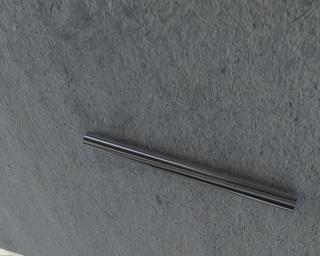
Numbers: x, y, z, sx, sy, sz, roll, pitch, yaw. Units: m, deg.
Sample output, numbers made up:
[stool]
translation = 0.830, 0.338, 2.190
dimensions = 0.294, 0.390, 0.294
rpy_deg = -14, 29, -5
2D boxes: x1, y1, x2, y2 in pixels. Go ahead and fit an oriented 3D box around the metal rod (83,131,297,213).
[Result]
[metal rod]
translation = 0.026, 0.054, 0.426
dimensions = 0.301, 0.025, 0.025
rpy_deg = 15, 125, 19
